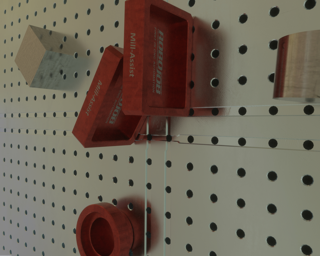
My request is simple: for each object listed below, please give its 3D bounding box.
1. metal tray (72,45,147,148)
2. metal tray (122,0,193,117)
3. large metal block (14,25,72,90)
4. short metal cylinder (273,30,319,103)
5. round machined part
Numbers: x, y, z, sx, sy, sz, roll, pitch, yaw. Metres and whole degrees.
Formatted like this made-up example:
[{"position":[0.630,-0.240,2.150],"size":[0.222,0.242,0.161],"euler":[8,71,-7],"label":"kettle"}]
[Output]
[{"position":[-0.051,-0.036,0.408],"size":[0.030,0.091,0.129],"euler":[41,115,32],"label":"metal tray"},{"position":[0.000,-0.079,0.367],"size":[0.030,0.091,0.129],"euler":[3,92,40],"label":"metal tray"},{"position":[-0.218,-0.129,0.573],"size":[0.080,0.050,0.080],"euler":[51,120,27],"label":"large metal block"},{"position":[0.139,-0.047,0.259],"size":[0.080,0.081,0.050],"euler":[7,95,40],"label":"short metal cylinder"},{"position":[-0.078,0.160,0.462],"size":[0.098,0.042,0.097],"euler":[-2,87,39],"label":"round machined part"}]
